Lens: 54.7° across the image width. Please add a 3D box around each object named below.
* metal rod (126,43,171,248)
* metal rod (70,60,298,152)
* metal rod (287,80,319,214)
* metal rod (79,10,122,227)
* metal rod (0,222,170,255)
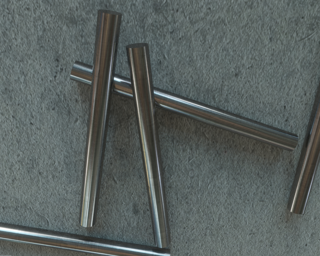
[{"bbox_3d":[-0.011,0.042,0.407,0.025,0.025,0.298,-5,117,2],"label":"metal rod"},{"bbox_3d":[0.036,-0.026,0.400,0.302,0.025,0.025,18,109,-7],"label":"metal rod"},{"bbox_3d":[0.212,-0.020,0.404,0.025,0.025,0.298,4,110,-2],"label":"metal rod"},{"bbox_3d":[-0.080,0.008,0.392,0.025,0.025,0.298,10,117,-4],"label":"metal rod"},{"bbox_3d":[-0.134,0.174,0.472,0.302,0.025,0.025,11,110,-4],"label":"metal rod"}]
